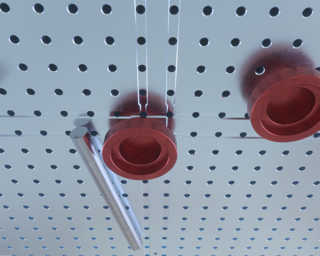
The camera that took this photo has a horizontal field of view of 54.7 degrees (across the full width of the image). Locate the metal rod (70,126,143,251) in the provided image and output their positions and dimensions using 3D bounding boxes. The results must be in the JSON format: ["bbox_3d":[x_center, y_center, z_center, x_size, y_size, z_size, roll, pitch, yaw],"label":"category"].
[{"bbox_3d":[-0.077,0.117,0.510,0.025,0.025,0.299,-10,130,8],"label":"metal rod"}]

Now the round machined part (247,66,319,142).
[{"bbox_3d":[0.155,-0.032,0.375,0.099,0.042,0.097,0,130,0],"label":"round machined part"}]

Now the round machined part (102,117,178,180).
[{"bbox_3d":[-0.026,0.024,0.420,0.099,0.042,0.097,-1,130,0],"label":"round machined part"}]
